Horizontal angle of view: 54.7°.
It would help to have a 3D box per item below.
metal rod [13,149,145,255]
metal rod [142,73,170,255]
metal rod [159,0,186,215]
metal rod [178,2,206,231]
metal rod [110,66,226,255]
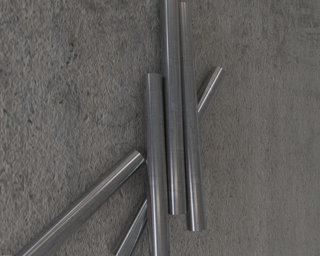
[{"bbox_3d":[-0.122,0.123,0.302,0.301,0.025,0.025,-43,116,-32],"label":"metal rod"},{"bbox_3d":[-0.003,0.082,0.370,0.025,0.025,0.298,4,80,-40],"label":"metal rod"},{"bbox_3d":[0.015,-0.044,0.397,0.025,0.025,0.298,3,82,-40],"label":"metal rod"},{"bbox_3d":[0.038,-0.020,0.410,0.025,0.025,0.298,3,80,-40],"label":"metal rod"},{"bbox_3d":[0.022,0.033,0.422,0.025,0.025,0.300,45,63,-31],"label":"metal rod"}]
